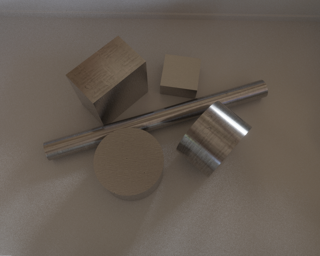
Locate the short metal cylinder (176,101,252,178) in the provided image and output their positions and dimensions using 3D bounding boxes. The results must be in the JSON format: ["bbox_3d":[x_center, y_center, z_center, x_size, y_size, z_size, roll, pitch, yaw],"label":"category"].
[{"bbox_3d":[0.065,0.014,0.375,0.050,0.080,0.080,41,75,13],"label":"short metal cylinder"}]

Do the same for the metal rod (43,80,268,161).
[{"bbox_3d":[0.000,-0.013,0.413,0.302,0.025,0.025,-16,71,-7],"label":"metal rod"}]

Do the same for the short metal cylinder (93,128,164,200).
[{"bbox_3d":[-0.036,0.045,0.377,0.081,0.050,0.080,0,70,0],"label":"short metal cylinder"}]

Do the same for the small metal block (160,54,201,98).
[{"bbox_3d":[0.029,-0.073,0.435,0.050,0.025,0.050,8,70,2],"label":"small metal block"}]

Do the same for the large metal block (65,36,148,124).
[{"bbox_3d":[-0.063,-0.057,0.400,0.080,0.080,0.050,-42,76,-14],"label":"large metal block"}]
